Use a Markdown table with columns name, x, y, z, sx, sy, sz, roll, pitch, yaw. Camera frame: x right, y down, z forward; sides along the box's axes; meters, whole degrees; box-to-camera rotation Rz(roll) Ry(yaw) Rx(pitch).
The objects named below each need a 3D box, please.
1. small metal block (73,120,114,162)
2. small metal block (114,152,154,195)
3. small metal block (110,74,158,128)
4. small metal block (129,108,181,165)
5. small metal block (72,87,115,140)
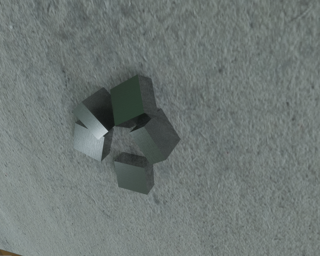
| name | x | y | z | sx | sy | sz | roll | pitch | yaw |
| --- | --- | --- | --- | --- | --- | --- | --- | --- | --- |
| small metal block | -0.101 | 0.016 | 0.468 | 0.050 | 0.025 | 0.050 | 25 | 127 | 12 |
| small metal block | -0.038 | 0.068 | 0.467 | 0.050 | 0.025 | 0.050 | 10 | 123 | 22 |
| small metal block | -0.033 | -0.032 | 0.387 | 0.050 | 0.025 | 0.050 | -22 | 70 | 35 |
| small metal block | -0.005 | 0.011 | 0.398 | 0.025 | 0.050 | 0.050 | -23 | 107 | 36 |
| small metal block | -0.080 | -0.020 | 0.418 | 0.050 | 0.050 | 0.025 | 49 | 129 | -7 |
